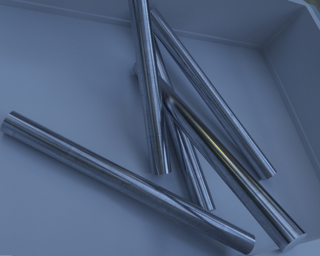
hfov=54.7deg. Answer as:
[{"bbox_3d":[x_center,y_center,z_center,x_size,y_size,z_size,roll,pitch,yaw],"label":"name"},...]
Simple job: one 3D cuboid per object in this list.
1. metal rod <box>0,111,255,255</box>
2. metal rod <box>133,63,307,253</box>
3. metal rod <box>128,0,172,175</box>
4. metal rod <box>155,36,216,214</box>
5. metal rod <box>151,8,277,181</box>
[{"bbox_3d":[-0.028,0.064,0.343,0.301,0.025,0.025,29,52,-7],"label":"metal rod"},{"bbox_3d":[0.042,0.004,0.352,0.025,0.025,0.300,-7,41,-32],"label":"metal rod"},{"bbox_3d":[-0.018,-0.093,0.374,0.025,0.025,0.298,-8,92,-32],"label":"metal rod"},{"bbox_3d":[0.015,-0.030,0.433,0.025,0.025,0.299,-3,63,-30],"label":"metal rod"},{"bbox_3d":[0.073,-0.052,0.461,0.025,0.025,0.299,-33,85,-38],"label":"metal rod"}]
